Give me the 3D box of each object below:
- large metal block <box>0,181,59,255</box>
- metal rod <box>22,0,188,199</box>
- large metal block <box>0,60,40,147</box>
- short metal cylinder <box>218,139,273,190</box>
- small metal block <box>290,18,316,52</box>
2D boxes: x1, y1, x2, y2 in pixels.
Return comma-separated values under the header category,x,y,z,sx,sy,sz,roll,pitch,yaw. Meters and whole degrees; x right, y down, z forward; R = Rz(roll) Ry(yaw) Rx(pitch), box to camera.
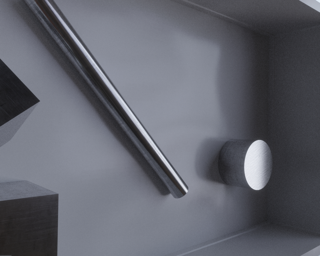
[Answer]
category,x,y,z,sx,sy,sz,roll,pitch,yaw
large metal block,-0.128,0.092,0.265,0.050,0.080,0.079,1,89,-40
metal rod,-0.048,-0.022,0.367,0.025,0.025,0.299,-50,120,-28
large metal block,-0.149,-0.002,0.227,0.050,0.080,0.080,49,44,-8
short metal cylinder,0.142,0.059,0.513,0.081,0.050,0.079,0,90,-40
small metal block,0.312,-0.202,0.675,0.050,0.025,0.050,-47,119,-30
